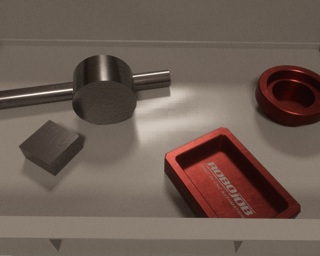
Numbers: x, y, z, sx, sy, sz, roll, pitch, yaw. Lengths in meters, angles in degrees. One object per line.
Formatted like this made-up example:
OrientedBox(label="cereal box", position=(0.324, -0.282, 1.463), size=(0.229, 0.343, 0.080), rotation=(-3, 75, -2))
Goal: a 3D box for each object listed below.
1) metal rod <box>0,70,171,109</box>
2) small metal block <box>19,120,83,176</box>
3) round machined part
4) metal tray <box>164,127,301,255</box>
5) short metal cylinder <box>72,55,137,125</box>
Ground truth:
OrientedBox(label="metal rod", position=(-0.135, -0.053, 0.447), size=(0.302, 0.025, 0.025), rotation=(-9, 51, -8))
OrientedBox(label="small metal block", position=(-0.134, 0.024, 0.383), size=(0.050, 0.025, 0.050), rotation=(26, 54, 20))
OrientedBox(label="round machined part", position=(0.182, -0.040, 0.430), size=(0.099, 0.042, 0.098), rotation=(0, 50, 0))
OrientedBox(label="metal tray", position=(0.075, 0.066, 0.347), size=(0.091, 0.030, 0.130), rotation=(-24, 54, -19))
OrientedBox(label="short metal cylinder", position=(-0.074, -0.049, 0.410), size=(0.081, 0.080, 0.050), rotation=(-7, 51, -6))
